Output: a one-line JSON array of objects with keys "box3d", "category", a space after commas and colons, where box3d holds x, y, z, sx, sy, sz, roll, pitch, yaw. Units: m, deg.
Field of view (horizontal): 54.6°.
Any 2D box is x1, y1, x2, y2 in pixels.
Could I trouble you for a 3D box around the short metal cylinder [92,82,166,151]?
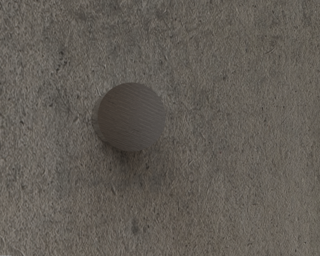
[{"box3d": [-0.040, -0.013, 0.381, 0.081, 0.050, 0.080, 0, 90, -20], "category": "short metal cylinder"}]
